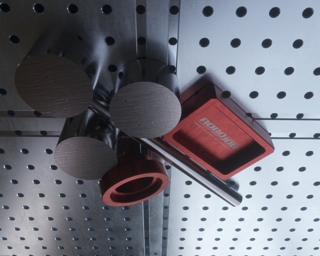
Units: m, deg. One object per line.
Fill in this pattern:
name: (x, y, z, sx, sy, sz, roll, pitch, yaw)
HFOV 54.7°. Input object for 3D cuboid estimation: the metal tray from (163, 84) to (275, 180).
metal tray: (0.079, 0.011, 0.417, 0.130, 0.030, 0.090, 36, 122, -27)

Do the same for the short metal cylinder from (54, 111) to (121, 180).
short metal cylinder: (-0.094, 0.024, 0.415, 0.081, 0.050, 0.079, 0, 130, 0)

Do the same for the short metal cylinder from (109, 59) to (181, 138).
short metal cylinder: (-0.016, -0.034, 0.365, 0.081, 0.050, 0.079, 0, 130, 0)

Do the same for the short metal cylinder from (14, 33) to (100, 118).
short metal cylinder: (-0.111, -0.058, 0.345, 0.081, 0.050, 0.079, 0, 130, 0)

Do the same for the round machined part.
round machined part: (-0.039, 0.071, 0.447, 0.099, 0.042, 0.098, -15, 147, -10)

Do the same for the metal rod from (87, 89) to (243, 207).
metal rod: (0.019, 0.040, 0.446, 0.301, 0.025, 0.025, 36, 121, -27)
